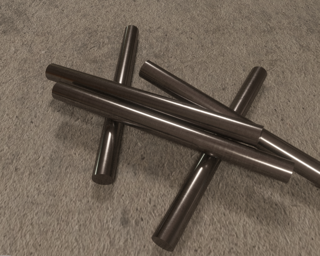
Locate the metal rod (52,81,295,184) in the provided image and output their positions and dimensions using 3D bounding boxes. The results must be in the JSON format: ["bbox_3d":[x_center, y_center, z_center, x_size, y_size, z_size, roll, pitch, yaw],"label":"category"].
[{"bbox_3d":[0.002,-0.001,0.370,0.301,0.025,0.025,20,53,15],"label":"metal rod"}]

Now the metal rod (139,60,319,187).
[{"bbox_3d":[0.103,0.001,0.373,0.300,0.025,0.025,33,57,13],"label":"metal rod"}]

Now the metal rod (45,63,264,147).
[{"bbox_3d":[-0.023,-0.036,0.394,0.301,0.025,0.025,19,52,21],"label":"metal rod"}]

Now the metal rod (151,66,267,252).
[{"bbox_3d":[0.077,0.015,0.391,0.025,0.025,0.301,24,54,18],"label":"metal rod"}]

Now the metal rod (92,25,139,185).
[{"bbox_3d":[-0.057,-0.056,0.449,0.025,0.025,0.300,3,50,2],"label":"metal rod"}]
